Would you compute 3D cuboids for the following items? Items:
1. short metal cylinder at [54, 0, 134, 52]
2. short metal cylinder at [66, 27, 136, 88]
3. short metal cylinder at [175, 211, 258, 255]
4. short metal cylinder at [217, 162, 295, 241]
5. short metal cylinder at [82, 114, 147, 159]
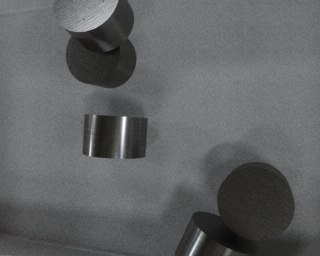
[{"bbox_3d":[-0.077,-0.139,0.371,0.080,0.050,0.080,-3,76,14],"label":"short metal cylinder"},{"bbox_3d":[-0.079,-0.097,0.424,0.080,0.050,0.079,0,90,19],"label":"short metal cylinder"},{"bbox_3d":[0.064,0.141,0.358,0.080,0.080,0.050,26,99,18],"label":"short metal cylinder"},{"bbox_3d":[0.110,0.082,0.358,0.080,0.050,0.079,0,90,19],"label":"short metal cylinder"},{"bbox_3d":[-0.057,0.010,0.400,0.080,0.080,0.050,4,92,19],"label":"short metal cylinder"}]
